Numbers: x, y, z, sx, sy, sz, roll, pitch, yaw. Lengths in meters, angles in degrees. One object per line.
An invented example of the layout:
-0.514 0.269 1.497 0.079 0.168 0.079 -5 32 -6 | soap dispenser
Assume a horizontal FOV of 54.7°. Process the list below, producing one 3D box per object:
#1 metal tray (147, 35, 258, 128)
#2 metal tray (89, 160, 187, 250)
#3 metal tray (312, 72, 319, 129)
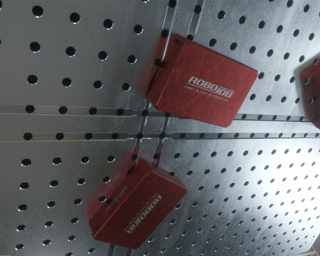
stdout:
0.058 -0.056 0.407 0.131 0.030 0.089 13 112 -34 | metal tray
-0.031 0.119 0.466 0.090 0.030 0.130 33 99 -39 | metal tray
0.321 -0.059 0.551 0.090 0.030 0.130 -35 129 -6 | metal tray
